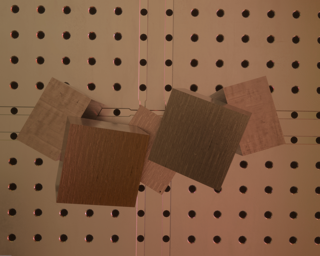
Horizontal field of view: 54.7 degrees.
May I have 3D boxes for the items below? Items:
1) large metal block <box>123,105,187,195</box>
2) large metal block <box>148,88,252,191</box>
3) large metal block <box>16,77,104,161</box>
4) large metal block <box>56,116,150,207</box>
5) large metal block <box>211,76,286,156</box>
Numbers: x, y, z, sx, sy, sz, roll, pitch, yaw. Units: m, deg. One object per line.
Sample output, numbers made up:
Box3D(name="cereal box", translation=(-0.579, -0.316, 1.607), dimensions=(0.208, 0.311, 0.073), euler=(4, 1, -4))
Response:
Box3D(name="large metal block", translation=(-0.010, 0.026, 0.400), dimensions=(0.080, 0.050, 0.080), euler=(32, 90, -1))
Box3D(name="large metal block", translation=(0.044, 0.008, 0.332), dimensions=(0.080, 0.050, 0.079), euler=(22, 103, 15))
Box3D(name="large metal block", translation=(-0.118, -0.010, 0.384), dimensions=(0.050, 0.080, 0.080), euler=(30, 90, -1))
Box3D(name="large metal block", translation=(-0.064, 0.036, 0.334), dimensions=(0.081, 0.050, 0.079), euler=(9, 97, -21))
Box3D(name="large metal block", translation=(0.106, -0.014, 0.387), dimensions=(0.050, 0.080, 0.080), euler=(-16, 90, 0))
